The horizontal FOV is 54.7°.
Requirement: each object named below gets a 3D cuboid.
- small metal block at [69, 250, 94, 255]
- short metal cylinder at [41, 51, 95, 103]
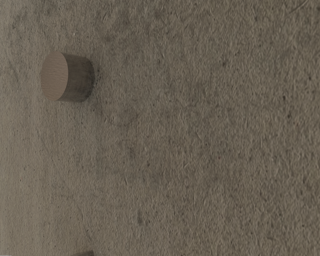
[{"bbox_3d":[-0.142,0.223,0.506,0.050,0.050,0.025,-26,74,37],"label":"small metal block"},{"bbox_3d":[-0.154,-0.083,0.516,0.080,0.050,0.079,0,90,40],"label":"short metal cylinder"}]
